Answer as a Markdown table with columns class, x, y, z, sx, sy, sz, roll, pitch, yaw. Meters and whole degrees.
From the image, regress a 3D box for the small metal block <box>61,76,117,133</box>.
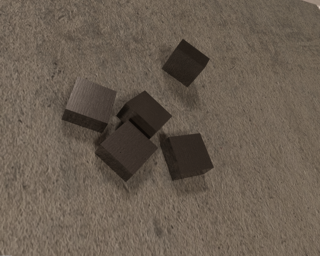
| class | x | y | z | sx | sy | sz | roll | pitch | yaw |
| --- | --- | --- | --- | --- | --- | --- | --- | --- | --- |
| small metal block | -0.085 | -0.028 | 0.376 | 0.050 | 0.025 | 0.050 | 20 | 54 | -17 |

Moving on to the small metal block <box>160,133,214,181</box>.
| class | x | y | z | sx | sy | sz | roll | pitch | yaw |
| --- | --- | --- | --- | --- | --- | --- | --- | --- | --- |
| small metal block | 0.035 | 0.037 | 0.402 | 0.050 | 0.025 | 0.050 | -6 | 65 | -31 |

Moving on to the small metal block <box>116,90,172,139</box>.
| class | x | y | z | sx | sy | sz | roll | pitch | yaw |
| --- | --- | --- | --- | --- | --- | --- | --- | --- | --- |
| small metal block | -0.019 | -0.015 | 0.396 | 0.050 | 0.025 | 0.050 | 43 | 34 | 1 |

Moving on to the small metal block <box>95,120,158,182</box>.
| class | x | y | z | sx | sy | sz | roll | pitch | yaw |
| --- | --- | --- | --- | --- | --- | --- | --- | --- | --- |
| small metal block | -0.039 | 0.027 | 0.368 | 0.050 | 0.025 | 0.050 | 43 | 51 | 1 |

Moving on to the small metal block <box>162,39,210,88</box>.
| class | x | y | z | sx | sy | sz | roll | pitch | yaw |
| --- | --- | --- | --- | --- | --- | --- | --- | --- | --- |
| small metal block | 0.038 | -0.097 | 0.470 | 0.050 | 0.050 | 0.025 | 35 | 51 | -6 |
